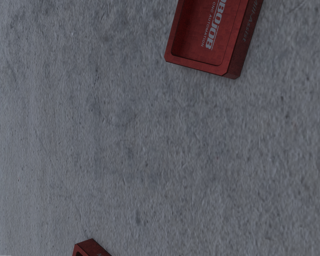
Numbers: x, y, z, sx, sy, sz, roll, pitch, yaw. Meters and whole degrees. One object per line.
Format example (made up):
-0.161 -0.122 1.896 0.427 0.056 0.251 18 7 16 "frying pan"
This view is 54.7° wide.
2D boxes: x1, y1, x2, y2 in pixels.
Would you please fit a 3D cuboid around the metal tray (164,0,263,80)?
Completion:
0.062 -0.128 0.349 0.090 0.030 0.129 24 105 37 "metal tray"

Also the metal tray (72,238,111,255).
-0.089 0.244 0.472 0.130 0.030 0.089 24 105 37 "metal tray"
